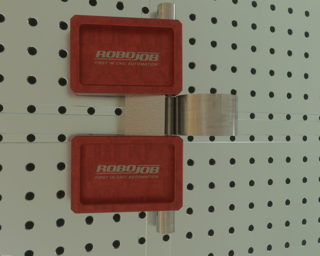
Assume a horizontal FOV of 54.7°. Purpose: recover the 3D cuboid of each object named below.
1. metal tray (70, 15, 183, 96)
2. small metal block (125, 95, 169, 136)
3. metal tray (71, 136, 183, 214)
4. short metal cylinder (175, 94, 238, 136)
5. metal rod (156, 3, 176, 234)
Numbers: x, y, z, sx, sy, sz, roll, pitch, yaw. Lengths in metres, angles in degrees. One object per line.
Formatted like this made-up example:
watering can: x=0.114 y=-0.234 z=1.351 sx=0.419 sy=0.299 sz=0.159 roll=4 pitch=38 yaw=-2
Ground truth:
metal tray: x=-0.040 y=-0.085 z=0.377 sx=0.131 sy=0.030 sz=0.089 roll=0 pitch=90 yaw=-8
small metal block: x=-0.016 y=-0.016 z=0.392 sx=0.050 sy=0.025 sz=0.050 roll=1 pitch=90 yaw=11
metal tray: x=-0.039 y=0.054 z=0.377 sx=0.131 sy=0.030 sz=0.089 roll=0 pitch=90 yaw=-8
short metal cylinder: x=0.060 y=-0.016 z=0.402 sx=0.081 sy=0.080 sz=0.050 roll=0 pitch=90 yaw=-20
metal rod: x=0.008 y=-0.013 z=0.411 sx=0.025 sy=0.025 sz=0.298 roll=0 pitch=90 yaw=-20
